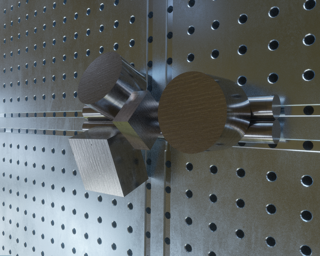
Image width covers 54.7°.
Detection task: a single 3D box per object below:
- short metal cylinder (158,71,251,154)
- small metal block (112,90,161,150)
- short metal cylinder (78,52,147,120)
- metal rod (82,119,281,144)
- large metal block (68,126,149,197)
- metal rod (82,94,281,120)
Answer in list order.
[{"bbox_3d":[0.045,-0.015,0.319,0.080,0.050,0.079,0,90,40],"label":"short metal cylinder"},{"bbox_3d":[-0.022,-0.009,0.370,0.025,0.050,0.050,1,49,40],"label":"small metal block"},{"bbox_3d":[-0.066,-0.056,0.424,0.080,0.050,0.080,-19,55,30],"label":"short metal cylinder"},{"bbox_3d":[0.001,0.002,0.404,0.300,0.025,0.025,1,91,40],"label":"metal rod"},{"bbox_3d":[-0.071,0.043,0.429,0.080,0.050,0.080,-1,110,40],"label":"large metal block"},{"bbox_3d":[0.001,-0.023,0.404,0.300,0.025,0.025,1,91,40],"label":"metal rod"}]
